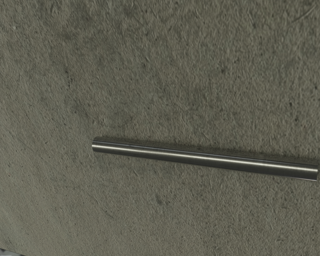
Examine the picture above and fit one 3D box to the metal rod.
[{"bbox_3d":[0.039,0.036,0.408,0.300,0.025,0.025,5,121,26],"label":"metal rod"}]
